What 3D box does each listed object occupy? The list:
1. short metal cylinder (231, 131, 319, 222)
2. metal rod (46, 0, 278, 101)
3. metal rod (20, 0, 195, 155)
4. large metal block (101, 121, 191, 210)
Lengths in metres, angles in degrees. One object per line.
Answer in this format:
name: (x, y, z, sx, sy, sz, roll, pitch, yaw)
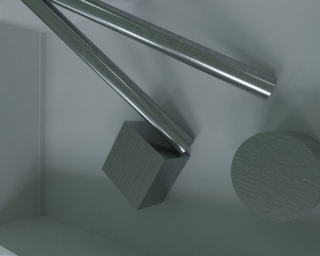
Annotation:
short metal cylinder: (0.116, 0.043, 0.294, 0.080, 0.050, 0.079, 0, 90, 39)
metal rod: (-0.016, -0.106, 0.346, 0.301, 0.025, 0.025, 27, 109, 12)
metal rod: (-0.074, -0.080, 0.388, 0.300, 0.025, 0.025, 44, 119, 3)
large metal block: (-0.021, 0.046, 0.406, 0.080, 0.050, 0.079, 42, 115, 32)
